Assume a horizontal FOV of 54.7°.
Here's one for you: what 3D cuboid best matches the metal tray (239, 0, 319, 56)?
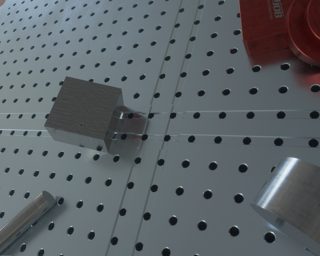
[{"bbox_3d":[0.157,-0.166,0.424,0.090,0.030,0.130,-10,57,23],"label":"metal tray"}]

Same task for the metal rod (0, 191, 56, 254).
[{"bbox_3d":[-0.265,0.197,0.427,0.300,0.025,0.025,-42,51,-1],"label":"metal rod"}]

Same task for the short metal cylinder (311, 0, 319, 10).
[{"bbox_3d":[0.232,-0.191,0.388,0.080,0.050,0.080,-13,56,21],"label":"short metal cylinder"}]

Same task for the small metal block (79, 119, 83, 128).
[{"bbox_3d":[-0.133,-0.016,0.488,0.050,0.025,0.050,-4,60,26],"label":"small metal block"}]

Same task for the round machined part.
[{"bbox_3d":[0.192,-0.119,0.340,0.098,0.042,0.097,0,90,10],"label":"round machined part"}]

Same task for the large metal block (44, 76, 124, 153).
[{"bbox_3d":[-0.103,-0.018,0.437,0.080,0.050,0.080,13,65,4],"label":"large metal block"}]

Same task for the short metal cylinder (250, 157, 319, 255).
[{"bbox_3d":[0.126,0.069,0.264,0.080,0.080,0.050,31,79,38],"label":"short metal cylinder"}]
